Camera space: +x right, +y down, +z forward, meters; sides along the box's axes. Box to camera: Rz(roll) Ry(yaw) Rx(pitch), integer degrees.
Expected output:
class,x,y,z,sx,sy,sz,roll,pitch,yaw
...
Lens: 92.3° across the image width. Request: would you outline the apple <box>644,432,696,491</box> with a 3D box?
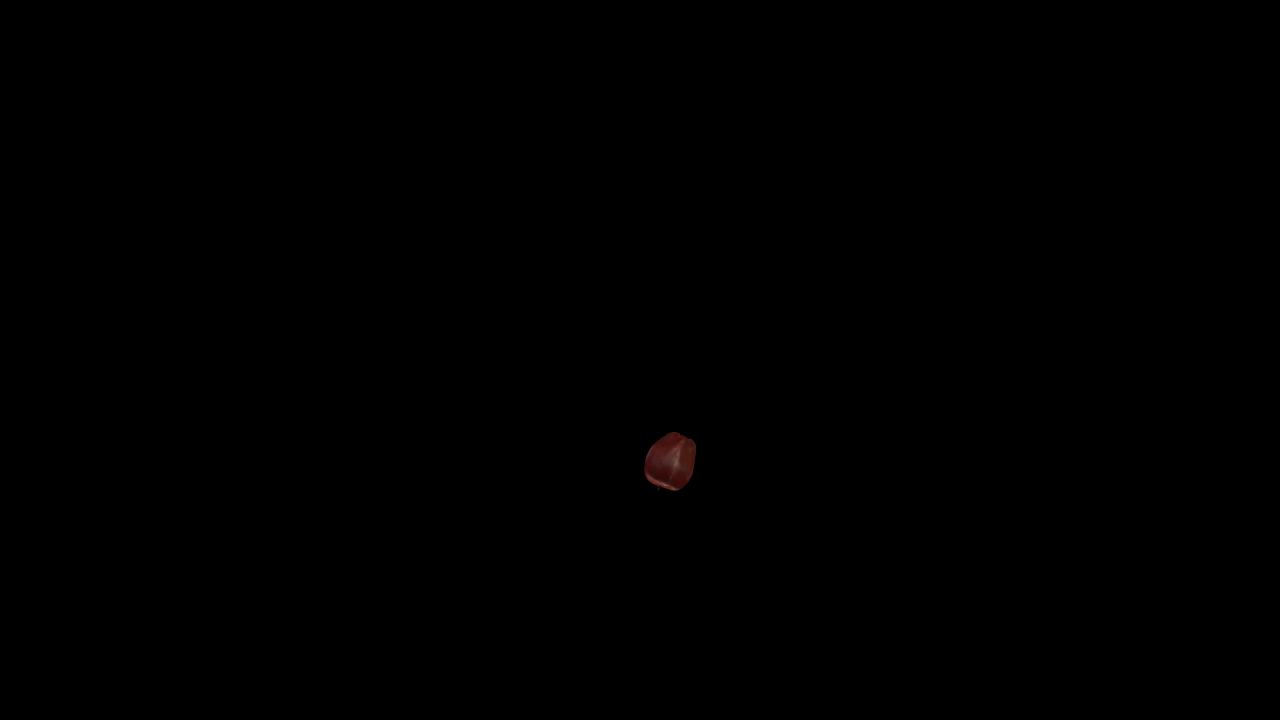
class,x,y,z,sx,sy,sz,roll,pitch,yaw
apple,0.047,0.161,0.965,0.079,0.093,0.079,25,-12,5
